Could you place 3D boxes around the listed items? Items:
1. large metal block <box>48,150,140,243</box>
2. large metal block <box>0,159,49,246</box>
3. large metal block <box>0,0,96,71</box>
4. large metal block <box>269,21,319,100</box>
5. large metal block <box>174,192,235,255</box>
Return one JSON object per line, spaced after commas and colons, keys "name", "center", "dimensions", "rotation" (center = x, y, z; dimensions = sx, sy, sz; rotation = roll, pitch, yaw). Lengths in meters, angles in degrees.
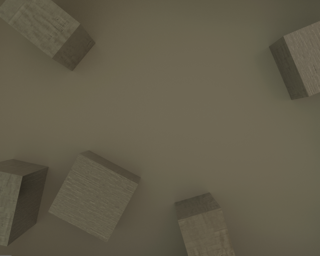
{"name": "large metal block", "center": [-0.081, 0.084, 0.398], "dimensions": [0.080, 0.050, 0.080], "rotation": [28, 90, 0]}
{"name": "large metal block", "center": [-0.185, 0.087, 0.382], "dimensions": [0.050, 0.080, 0.080], "rotation": [12, 90, 0]}
{"name": "large metal block", "center": [-0.135, -0.122, 0.383], "dimensions": [0.080, 0.080, 0.050], "rotation": [39, 90, 0]}
{"name": "large metal block", "center": [0.202, -0.090, 0.400], "dimensions": [0.080, 0.050, 0.080], "rotation": [-23, 90, 0]}
{"name": "large metal block", "center": [0.055, 0.134, 0.384], "dimensions": [0.050, 0.080, 0.080], "rotation": [-16, 90, 0]}
